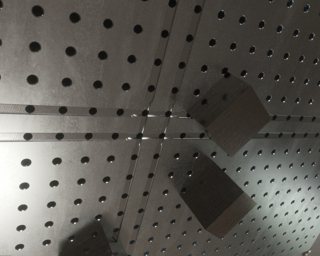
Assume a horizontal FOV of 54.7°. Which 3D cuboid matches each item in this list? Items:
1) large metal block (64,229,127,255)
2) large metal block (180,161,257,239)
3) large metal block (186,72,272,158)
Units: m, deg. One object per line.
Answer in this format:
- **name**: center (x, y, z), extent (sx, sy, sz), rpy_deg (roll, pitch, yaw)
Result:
- **large metal block**: center (-0.096, 0.216, 0.478), extent (0.080, 0.050, 0.080), rpy_deg (-33, 129, -7)
- **large metal block**: center (0.092, 0.115, 0.500), extent (0.080, 0.080, 0.050), rpy_deg (-46, 130, 3)
- **large metal block**: center (0.099, -0.018, 0.441), extent (0.080, 0.050, 0.080), rpy_deg (-44, 130, 2)
